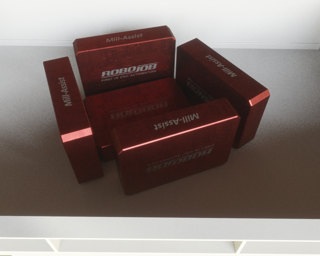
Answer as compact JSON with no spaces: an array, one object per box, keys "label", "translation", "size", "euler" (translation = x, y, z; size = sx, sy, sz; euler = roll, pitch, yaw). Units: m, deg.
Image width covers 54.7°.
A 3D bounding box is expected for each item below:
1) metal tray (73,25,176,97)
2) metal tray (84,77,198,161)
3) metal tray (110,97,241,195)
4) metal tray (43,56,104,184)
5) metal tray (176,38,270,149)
[{"label":"metal tray","translation":[-0.046,-0.088,0.433],"size":[0.131,0.089,0.030],"euler":[-12,51,-11]},{"label":"metal tray","translation":[-0.027,-0.016,0.411],"size":[0.131,0.030,0.090],"euler":[-15,52,-13]},{"label":"metal tray","translation":[0.017,0.022,0.342],"size":[0.131,0.089,0.030],"euler":[-16,52,-14]},{"label":"metal tray","translation":[-0.103,-0.011,0.368],"size":[0.030,0.089,0.130],"euler":[-17,52,-14]},{"label":"metal tray","translation":[0.072,-0.045,0.400],"size":[0.030,0.089,0.130],"euler":[-30,56,-22]}]
